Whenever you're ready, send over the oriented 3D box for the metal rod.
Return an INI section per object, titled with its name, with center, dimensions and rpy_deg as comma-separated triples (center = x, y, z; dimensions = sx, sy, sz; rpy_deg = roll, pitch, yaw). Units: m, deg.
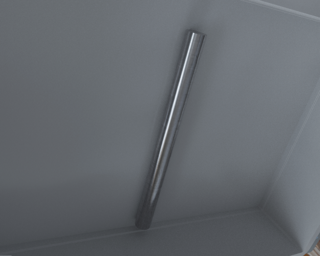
[metal rod]
center = 0.008, 0.019, 0.424
dimensions = 0.025, 0.025, 0.298
rpy_deg = 1, 118, -29
